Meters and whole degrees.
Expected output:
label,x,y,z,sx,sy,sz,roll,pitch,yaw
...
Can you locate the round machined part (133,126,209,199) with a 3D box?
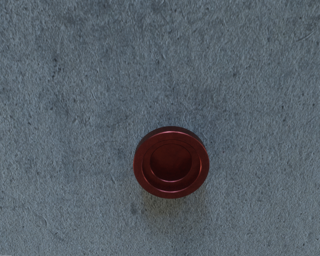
label,x,y,z,sx,sy,sz,roll,pitch,yaw
round machined part,0.014,0.042,0.418,0.099,0.042,0.097,0,110,-1
